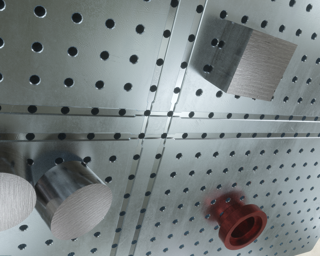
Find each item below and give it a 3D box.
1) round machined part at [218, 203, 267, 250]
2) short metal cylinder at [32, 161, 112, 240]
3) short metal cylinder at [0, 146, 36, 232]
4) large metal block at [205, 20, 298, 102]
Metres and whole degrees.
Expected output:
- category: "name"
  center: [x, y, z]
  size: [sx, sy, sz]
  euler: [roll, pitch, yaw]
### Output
- category: "round machined part"
  center: [0.154, 0.184, 0.599]
  size: [0.099, 0.042, 0.097]
  euler: [-14, 124, -21]
- category: "short metal cylinder"
  center: [-0.106, 0.087, 0.377]
  size: [0.081, 0.050, 0.079]
  euler: [-29, 137, -31]
- category: "short metal cylinder"
  center: [-0.181, 0.067, 0.338]
  size: [0.081, 0.050, 0.079]
  euler: [-14, 124, -21]
- category: "large metal block"
  center: [0.118, -0.086, 0.406]
  size: [0.081, 0.050, 0.079]
  euler: [6, 116, -31]
